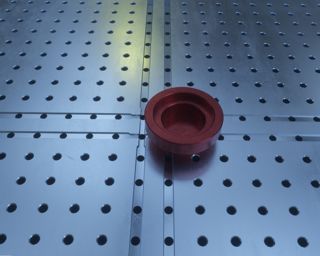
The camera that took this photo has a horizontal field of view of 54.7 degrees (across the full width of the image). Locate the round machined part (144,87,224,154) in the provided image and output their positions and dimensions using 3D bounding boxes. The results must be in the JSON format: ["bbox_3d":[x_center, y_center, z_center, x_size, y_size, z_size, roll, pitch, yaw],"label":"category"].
[{"bbox_3d":[0.030,-0.005,0.401,0.099,0.042,0.098,0,50,0],"label":"round machined part"}]
